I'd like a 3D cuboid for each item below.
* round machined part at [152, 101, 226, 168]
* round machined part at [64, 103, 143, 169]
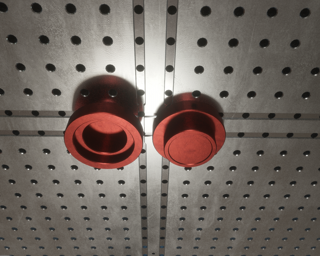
[{"bbox_3d":[0.039,0.015,0.414,0.099,0.042,0.097,-1,130,0],"label":"round machined part"},{"bbox_3d":[-0.071,0.006,0.404,0.099,0.042,0.097,-1,130,0],"label":"round machined part"}]
